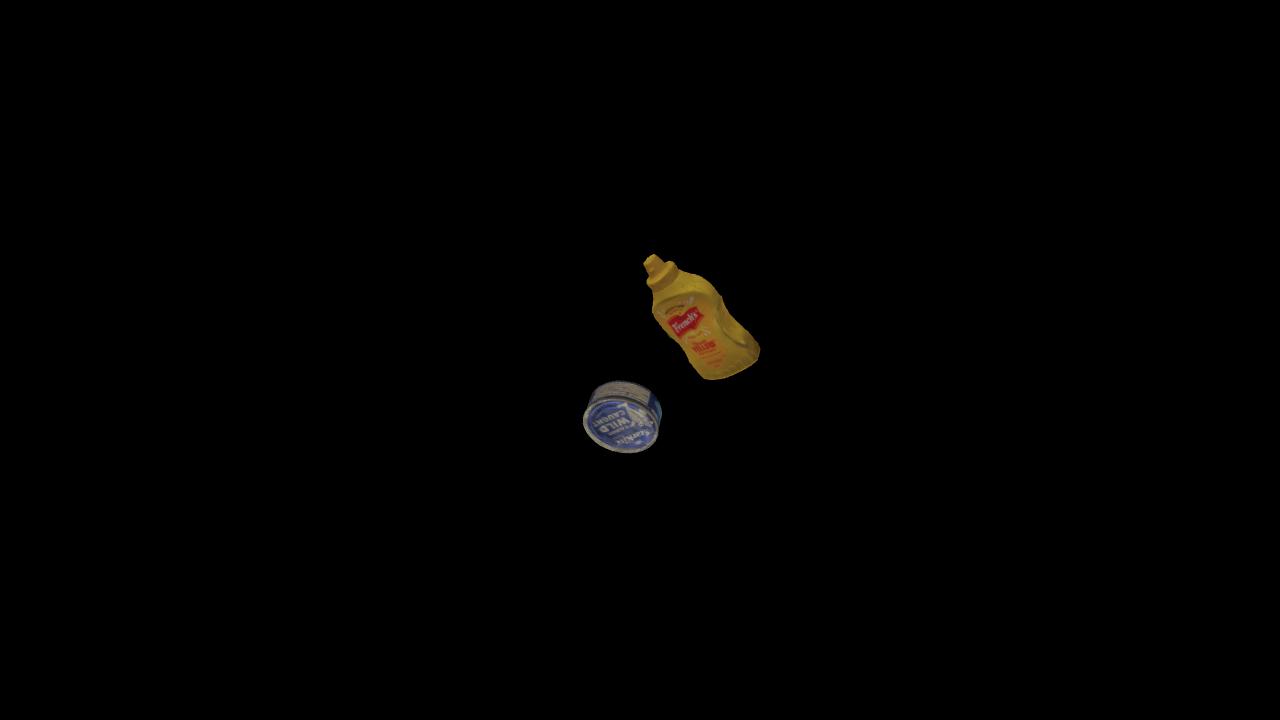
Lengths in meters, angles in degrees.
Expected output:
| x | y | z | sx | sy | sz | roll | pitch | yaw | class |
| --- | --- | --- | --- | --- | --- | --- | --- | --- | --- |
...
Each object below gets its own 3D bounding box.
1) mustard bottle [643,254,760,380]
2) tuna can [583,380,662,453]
| x | y | z | sx | sy | sz | roll | pitch | yaw | class |
| --- | --- | --- | --- | --- | --- | --- | --- | --- | --- |
| 0.065 | -0.058 | 0.766 | 0.092 | 0.184 | 0.054 | -17 | 32 | 44 | mustard bottle |
| -0.019 | 0.063 | 0.679 | 0.084 | 0.084 | 0.034 | 0 | 39 | 13 | tuna can |
